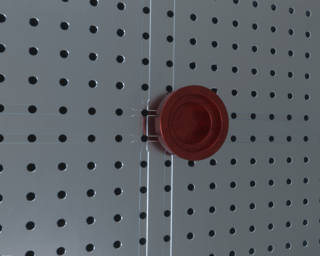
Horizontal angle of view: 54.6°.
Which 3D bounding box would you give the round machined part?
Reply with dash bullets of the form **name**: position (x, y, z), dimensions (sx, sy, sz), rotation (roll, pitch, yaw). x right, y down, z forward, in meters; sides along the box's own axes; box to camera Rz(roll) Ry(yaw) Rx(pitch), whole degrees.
- **round machined part**: position (0.039, -0.007, 0.418), dimensions (0.099, 0.042, 0.097), rotation (0, 90, -20)
